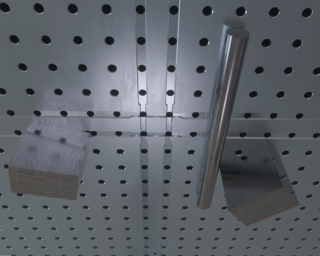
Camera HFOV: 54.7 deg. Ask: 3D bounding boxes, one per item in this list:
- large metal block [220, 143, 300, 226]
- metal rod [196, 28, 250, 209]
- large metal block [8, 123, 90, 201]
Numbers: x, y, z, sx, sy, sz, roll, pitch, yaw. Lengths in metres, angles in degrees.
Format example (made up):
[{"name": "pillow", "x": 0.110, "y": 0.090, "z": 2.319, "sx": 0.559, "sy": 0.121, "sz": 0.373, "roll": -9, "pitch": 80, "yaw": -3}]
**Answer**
[{"name": "large metal block", "x": 0.140, "y": 0.082, "z": 0.447, "sx": 0.080, "sy": 0.080, "sz": 0.050, "roll": -32, "pitch": 123, "yaw": 24}, {"name": "metal rod", "x": 0.078, "y": 0.013, "z": 0.423, "sx": 0.025, "sy": 0.025, "sz": 0.298, "roll": 1, "pitch": 130, "yaw": -1}, {"name": "large metal block", "x": -0.143, "y": 0.044, "z": 0.411, "sx": 0.081, "sy": 0.080, "sz": 0.050, "roll": 10, "pitch": 129, "yaw": -8}]
